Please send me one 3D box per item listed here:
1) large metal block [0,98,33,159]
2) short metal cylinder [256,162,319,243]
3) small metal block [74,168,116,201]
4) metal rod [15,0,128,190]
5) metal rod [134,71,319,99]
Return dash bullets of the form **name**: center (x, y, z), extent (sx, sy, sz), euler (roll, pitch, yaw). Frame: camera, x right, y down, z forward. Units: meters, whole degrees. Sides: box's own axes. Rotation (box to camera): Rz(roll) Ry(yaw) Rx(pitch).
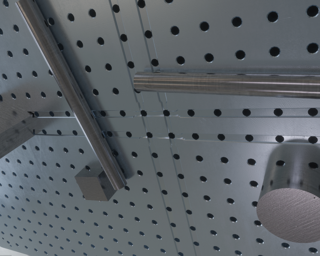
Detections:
- **large metal block**: center (-0.275, -0.001, 0.520), extent (0.080, 0.080, 0.050), euler (25, 127, 13)
- **short metal cylinder**: center (0.160, 0.087, 0.365), extent (0.080, 0.050, 0.079), euler (13, 124, 21)
- **small metal block**: center (-0.110, 0.096, 0.529), extent (0.050, 0.025, 0.050), euler (-5, 116, 30)
- **metal rod**: center (-0.120, -0.036, 0.451), extent (0.025, 0.025, 0.299), euler (-10, 114, 32)
- **metal rod**: center (0.109, -0.045, 0.325), extent (0.301, 0.025, 0.025), euler (6, 121, 25)
